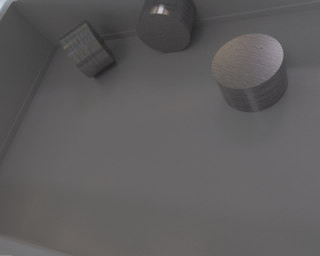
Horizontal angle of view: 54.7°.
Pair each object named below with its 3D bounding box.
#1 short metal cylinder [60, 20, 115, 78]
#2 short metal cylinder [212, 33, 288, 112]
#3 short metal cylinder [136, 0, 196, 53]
[{"bbox_3d":[-0.118,-0.129,0.512,0.050,0.080,0.080,-34,51,6],"label":"short metal cylinder"},{"bbox_3d":[0.109,-0.066,0.373,0.080,0.050,0.080,-13,56,21],"label":"short metal cylinder"},{"bbox_3d":[0.010,-0.158,0.463,0.080,0.080,0.050,0,62,28],"label":"short metal cylinder"}]
